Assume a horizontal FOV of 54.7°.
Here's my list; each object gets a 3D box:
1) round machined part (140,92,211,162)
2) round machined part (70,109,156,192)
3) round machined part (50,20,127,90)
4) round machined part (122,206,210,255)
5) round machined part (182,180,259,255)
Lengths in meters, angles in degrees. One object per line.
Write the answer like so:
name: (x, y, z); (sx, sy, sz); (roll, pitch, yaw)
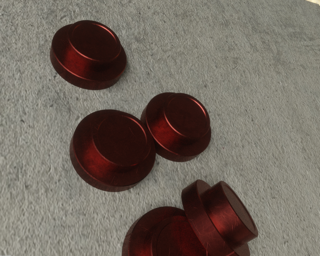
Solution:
round machined part: (0.027, -0.008, 0.412); (0.099, 0.042, 0.098); (14, 56, -21)
round machined part: (-0.049, 0.020, 0.354); (0.099, 0.042, 0.098); (14, 56, -21)
round machined part: (-0.090, -0.102, 0.406); (0.099, 0.042, 0.098); (14, 56, -21)
round machined part: (0.014, 0.129, 0.321); (0.099, 0.042, 0.098); (14, 56, -21)
round machined part: (0.070, 0.097, 0.338); (0.098, 0.042, 0.098); (49, 14, -16)
